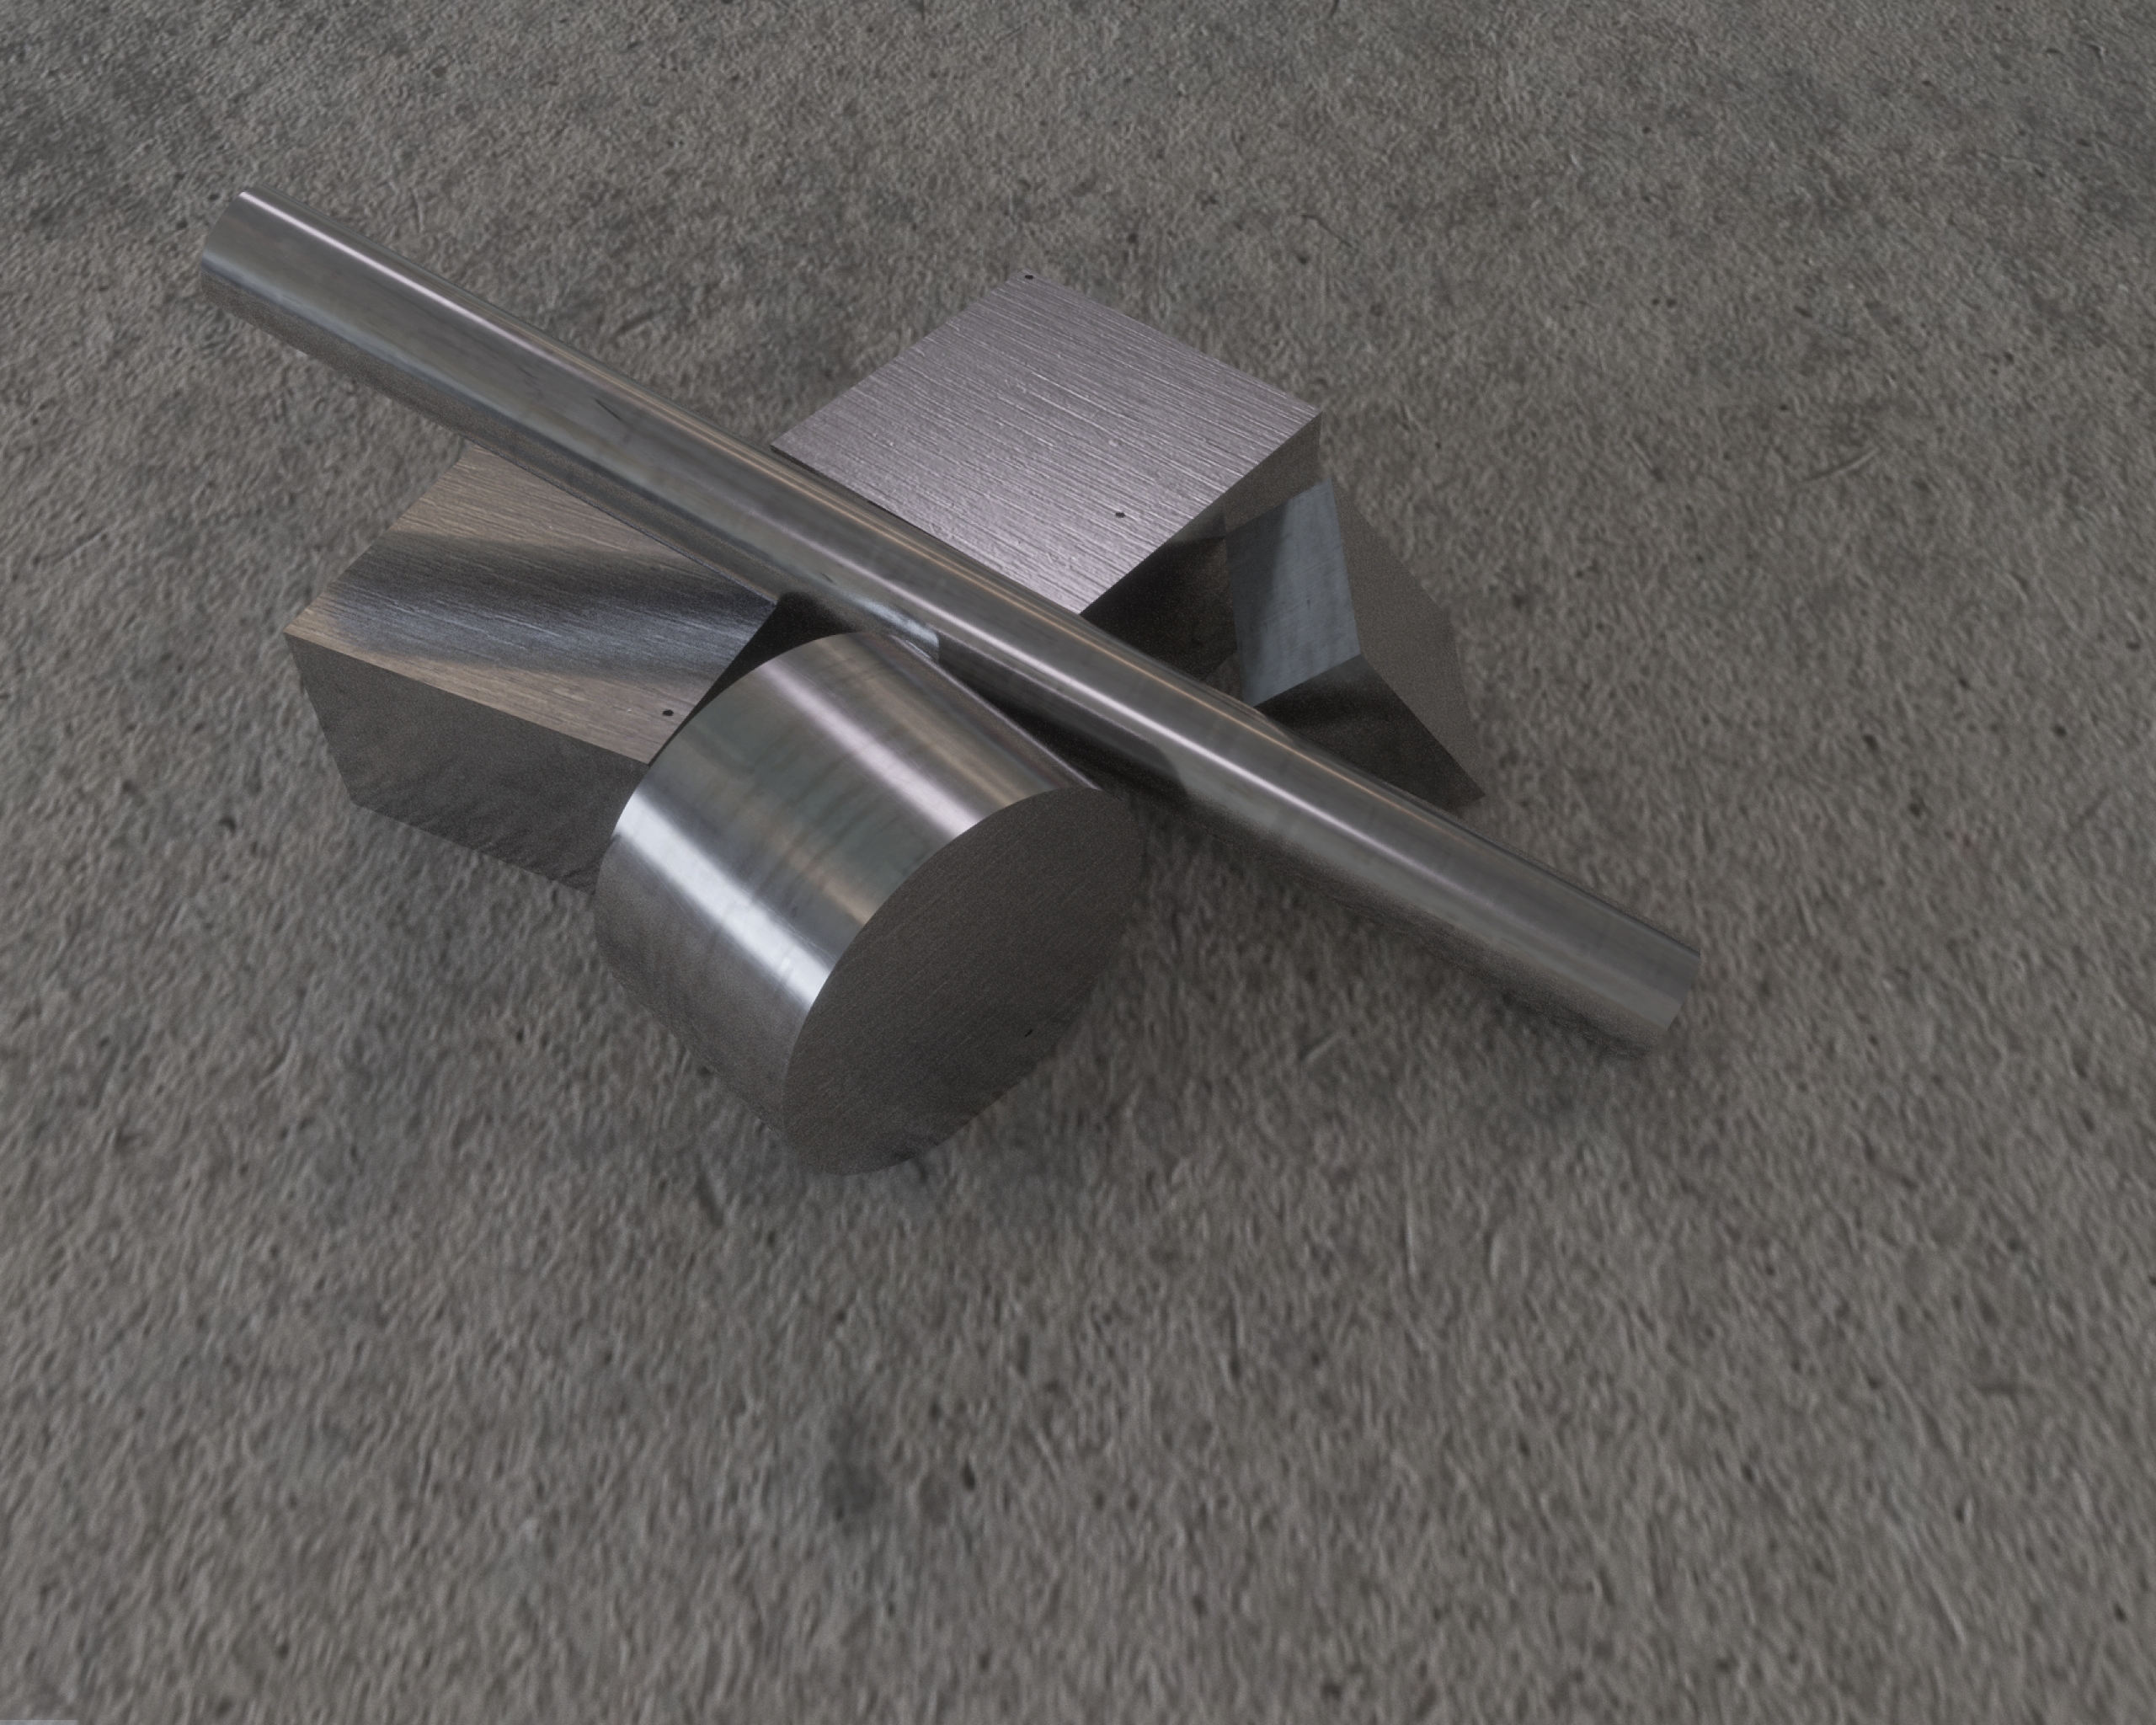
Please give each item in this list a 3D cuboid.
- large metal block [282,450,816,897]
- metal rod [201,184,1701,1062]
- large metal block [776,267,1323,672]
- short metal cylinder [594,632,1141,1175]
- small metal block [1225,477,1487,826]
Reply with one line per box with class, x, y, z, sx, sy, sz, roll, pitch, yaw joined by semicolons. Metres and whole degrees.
large metal block;-0.096;-0.042;0.423;0.080;0.050;0.080;20;53;16
metal rod;-0.024;-0.045;0.389;0.301;0.025;0.025;28;54;2
large metal block;-0.006;-0.073;0.447;0.080;0.050;0.080;32;57;24
short metal cylinder;-0.035;0.007;0.362;0.080;0.080;0.050;-37;59;-27
small metal block;0.056;-0.040;0.420;0.025;0.050;0.050;-26;45;26
